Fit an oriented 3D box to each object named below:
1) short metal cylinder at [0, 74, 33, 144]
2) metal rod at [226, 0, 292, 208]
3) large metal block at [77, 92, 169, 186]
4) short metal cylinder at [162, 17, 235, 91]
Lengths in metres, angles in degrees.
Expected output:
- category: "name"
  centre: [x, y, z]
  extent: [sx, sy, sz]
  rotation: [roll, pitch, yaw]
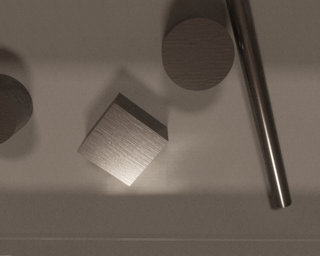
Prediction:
- category: "short metal cylinder"
  centre: [-0.209, -0.024, 0.386]
  extent: [0.081, 0.050, 0.079]
  rotation: [0, 110, -1]
- category: "metal rod"
  centre: [0.133, -0.024, 0.404]
  extent: [0.025, 0.025, 0.298]
  rotation: [-17, 110, 6]
- category: "large metal block"
  centre: [-0.046, 0.014, 0.403]
  extent: [0.080, 0.050, 0.080]
  rotation: [36, 106, -13]
- category: "short metal cylinder"
  centre: [0.042, -0.089, 0.366]
  extent: [0.081, 0.050, 0.079]
  rotation: [0, 110, 0]
